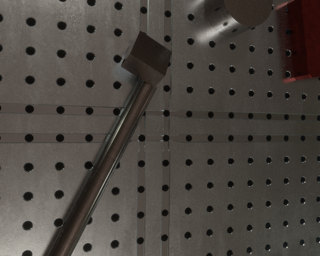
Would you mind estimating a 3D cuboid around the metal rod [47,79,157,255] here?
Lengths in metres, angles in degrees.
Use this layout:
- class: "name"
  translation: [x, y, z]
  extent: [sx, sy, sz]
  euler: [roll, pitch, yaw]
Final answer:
- class: "metal rod"
  translation: [-0.081, 0.074, 0.383]
  extent: [0.025, 0.025, 0.299]
  euler: [30, 80, -18]

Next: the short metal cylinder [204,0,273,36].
- class: "short metal cylinder"
  translation: [0.111, -0.177, 0.442]
  extent: [0.081, 0.050, 0.079]
  euler: [0, 90, -20]

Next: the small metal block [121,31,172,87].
- class: "small metal block"
  translation: [-0.016, -0.088, 0.395]
  extent: [0.050, 0.025, 0.050]
  euler: [30, 48, -18]

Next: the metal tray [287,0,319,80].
- class: "metal tray"
  translation: [0.262, -0.148, 0.509]
  extent: [0.091, 0.030, 0.129]
  euler: [-8, 93, -20]
